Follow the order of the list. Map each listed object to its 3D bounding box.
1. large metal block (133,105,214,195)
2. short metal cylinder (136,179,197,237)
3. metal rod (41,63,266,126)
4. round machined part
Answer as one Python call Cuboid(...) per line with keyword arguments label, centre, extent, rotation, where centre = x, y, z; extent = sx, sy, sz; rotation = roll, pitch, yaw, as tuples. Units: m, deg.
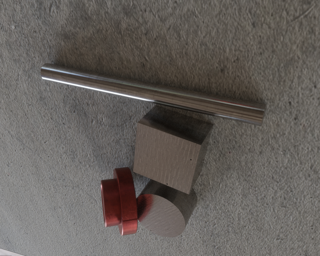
Cuboid(label="large metal block", centre=(0.015, 0.027, 0.399), extent=(0.080, 0.050, 0.079), rotation=(20, 126, 16))
Cuboid(label="short metal cylinder", centre=(0.008, 0.113, 0.456), extent=(0.080, 0.050, 0.079), rotation=(13, 124, 21))
Cuboid(label="metal rod", centre=(-0.024, -0.047, 0.390), extent=(0.301, 0.025, 0.025), rotation=(14, 124, 20))
Cuboid(label="round machined part", centre=(-0.063, 0.109, 0.458), extent=(0.042, 0.098, 0.097), rotation=(-5, 125, -14))
